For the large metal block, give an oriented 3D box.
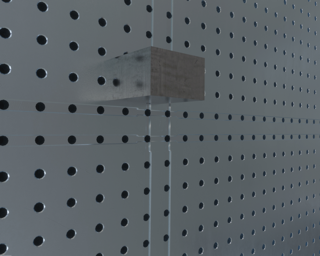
[{"bbox_3d":[-0.004,-0.058,0.369,0.081,0.080,0.050,0,90,-40],"label":"large metal block"}]
